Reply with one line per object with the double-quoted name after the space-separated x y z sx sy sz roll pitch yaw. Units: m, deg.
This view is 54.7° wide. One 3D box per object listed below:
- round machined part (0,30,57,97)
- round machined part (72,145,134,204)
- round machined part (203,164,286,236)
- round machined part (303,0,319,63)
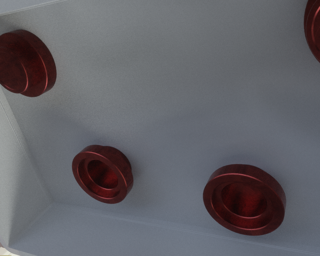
-0.204 -0.089 0.451 0.098 0.042 0.097 13 124 21 "round machined part"
-0.084 0.067 0.484 0.098 0.042 0.097 13 124 21 "round machined part"
0.108 0.085 0.393 0.098 0.042 0.097 13 124 21 "round machined part"
0.156 -0.081 0.239 0.098 0.042 0.097 41 146 36 "round machined part"
